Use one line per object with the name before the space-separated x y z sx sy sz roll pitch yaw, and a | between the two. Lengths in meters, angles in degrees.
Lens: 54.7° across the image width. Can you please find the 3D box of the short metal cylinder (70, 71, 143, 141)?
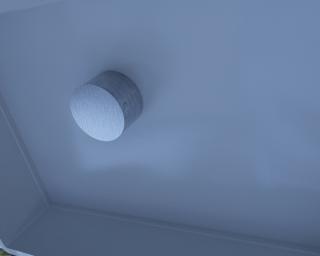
short metal cylinder | -0.070 -0.030 0.409 0.080 0.050 0.079 13 124 20
